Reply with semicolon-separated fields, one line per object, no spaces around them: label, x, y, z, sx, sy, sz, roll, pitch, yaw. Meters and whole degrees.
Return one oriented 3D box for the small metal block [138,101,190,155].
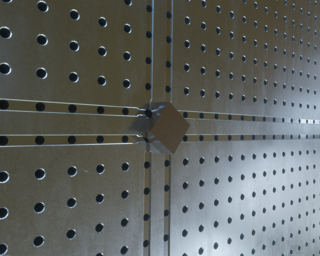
small metal block;0.007;0.000;0.414;0.050;0.025;0.050;46;63;-31
